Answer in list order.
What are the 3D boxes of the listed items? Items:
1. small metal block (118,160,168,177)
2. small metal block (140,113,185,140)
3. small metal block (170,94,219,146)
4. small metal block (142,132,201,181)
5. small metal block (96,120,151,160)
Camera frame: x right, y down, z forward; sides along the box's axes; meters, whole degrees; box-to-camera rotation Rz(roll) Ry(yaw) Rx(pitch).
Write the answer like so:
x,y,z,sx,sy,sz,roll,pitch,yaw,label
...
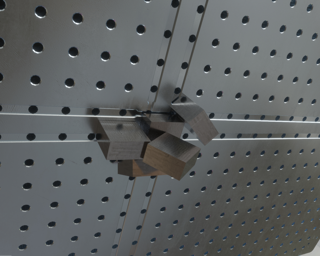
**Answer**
x,y,z,sx,sy,sz,roll,pitch,yaw,label
-0.023,0.049,0.409,0.050,0.050,0.025,1,86,-29,small metal block
0.000,0.008,0.415,0.050,0.025,0.050,1,118,-30,small metal block
0.046,-0.011,0.412,0.025,0.050,0.050,-41,130,-1,small metal block
0.015,0.033,0.377,0.050,0.050,0.025,-31,142,-59,small metal block
-0.046,0.014,0.378,0.050,0.050,0.025,2,118,-29,small metal block
